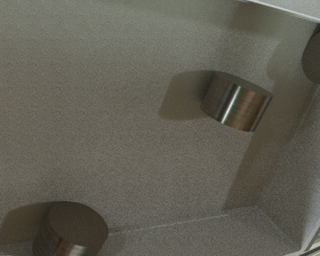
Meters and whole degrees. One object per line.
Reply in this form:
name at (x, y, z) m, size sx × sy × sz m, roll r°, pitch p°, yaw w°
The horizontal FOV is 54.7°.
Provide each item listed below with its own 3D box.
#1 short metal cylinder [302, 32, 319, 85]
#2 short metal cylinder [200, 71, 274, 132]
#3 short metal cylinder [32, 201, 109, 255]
short metal cylinder at (0.261, -0.102, 0.456) m, size 0.050 × 0.080 × 0.079 m, roll 1°, pitch 118°, yaw -29°
short metal cylinder at (0.099, -0.036, 0.407) m, size 0.081 × 0.080 × 0.050 m, roll 8°, pitch 114°, yaw -32°
short metal cylinder at (-0.114, 0.141, 0.399) m, size 0.080 × 0.080 × 0.050 m, roll 19°, pitch 108°, yaw -36°
